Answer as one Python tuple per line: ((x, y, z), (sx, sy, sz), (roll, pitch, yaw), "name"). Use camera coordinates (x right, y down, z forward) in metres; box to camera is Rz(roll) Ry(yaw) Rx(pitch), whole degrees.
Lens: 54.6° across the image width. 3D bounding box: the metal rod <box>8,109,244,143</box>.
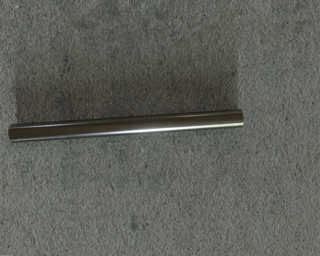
((-0.043, -0.003, 0.409), (0.302, 0.025, 0.025), (-4, 90, 0), "metal rod")
